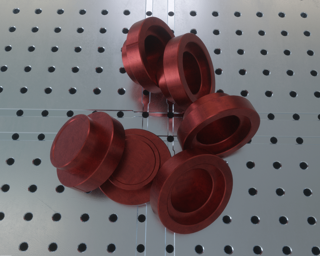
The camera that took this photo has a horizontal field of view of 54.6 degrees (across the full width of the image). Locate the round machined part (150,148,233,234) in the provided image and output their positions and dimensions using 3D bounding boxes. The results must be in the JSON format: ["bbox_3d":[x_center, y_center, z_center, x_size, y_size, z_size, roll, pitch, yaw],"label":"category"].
[{"bbox_3d":[0.032,0.069,0.360,0.098,0.098,0.042,-37,30,-12],"label":"round machined part"}]

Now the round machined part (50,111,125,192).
[{"bbox_3d":[-0.091,0.023,0.366,0.098,0.042,0.098,-23,49,30],"label":"round machined part"}]

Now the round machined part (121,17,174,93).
[{"bbox_3d":[-0.014,-0.095,0.418,0.042,0.098,0.098,-8,66,35],"label":"round machined part"}]

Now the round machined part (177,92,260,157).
[{"bbox_3d":[0.067,-0.005,0.378,0.099,0.098,0.042,-17,53,-6],"label":"round machined part"}]

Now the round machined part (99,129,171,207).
[{"bbox_3d":[-0.033,0.046,0.386,0.099,0.042,0.098,0,70,0],"label":"round machined part"}]

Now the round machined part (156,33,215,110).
[{"bbox_3d":[0.031,-0.069,0.403,0.042,0.098,0.098,-8,66,35],"label":"round machined part"}]
